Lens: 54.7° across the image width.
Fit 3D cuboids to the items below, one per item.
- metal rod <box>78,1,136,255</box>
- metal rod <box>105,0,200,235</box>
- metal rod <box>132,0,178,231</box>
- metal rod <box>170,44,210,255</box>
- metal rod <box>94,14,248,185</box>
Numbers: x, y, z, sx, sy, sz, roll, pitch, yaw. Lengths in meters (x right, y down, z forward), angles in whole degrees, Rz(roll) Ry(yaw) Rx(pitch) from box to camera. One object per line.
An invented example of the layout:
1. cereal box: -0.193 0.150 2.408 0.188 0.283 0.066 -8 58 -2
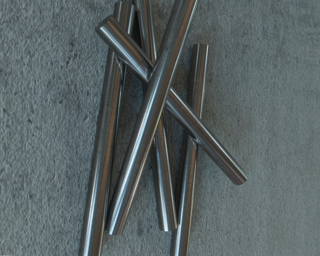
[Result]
1. metal rod: -0.060 0.003 0.354 0.025 0.025 0.298 12 82 -40
2. metal rod: -0.009 -0.022 0.343 0.025 0.025 0.298 13 99 -39
3. metal rod: -0.006 -0.015 0.399 0.025 0.025 0.298 -11 97 -39
4. metal rod: 0.043 0.028 0.440 0.025 0.025 0.298 11 83 -40
5. metal rod: 0.032 -0.016 0.396 0.300 0.025 0.025 46 63 -30
